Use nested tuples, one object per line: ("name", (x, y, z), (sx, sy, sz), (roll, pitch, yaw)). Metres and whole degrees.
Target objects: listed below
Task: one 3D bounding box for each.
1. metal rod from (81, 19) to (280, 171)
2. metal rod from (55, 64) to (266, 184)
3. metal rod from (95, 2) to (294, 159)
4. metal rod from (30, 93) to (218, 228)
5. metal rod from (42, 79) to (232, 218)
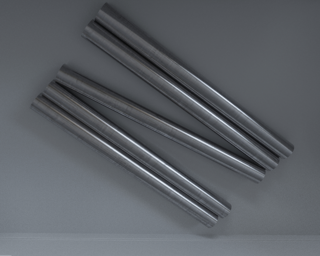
("metal rod", (0.035, -0.034, 0.397), (0.301, 0.025, 0.025), (35, 106, -12))
("metal rod", (0.008, -0.001, 0.410), (0.301, 0.025, 0.025), (27, 108, -10))
("metal rod", (0.052, -0.052, 0.391), (0.301, 0.025, 0.025), (35, 106, -12))
("metal rod", (-0.040, 0.051, 0.428), (0.301, 0.025, 0.025), (36, 106, -13))
("metal rod", (-0.022, 0.035, 0.423), (0.301, 0.025, 0.025), (36, 106, -13))
